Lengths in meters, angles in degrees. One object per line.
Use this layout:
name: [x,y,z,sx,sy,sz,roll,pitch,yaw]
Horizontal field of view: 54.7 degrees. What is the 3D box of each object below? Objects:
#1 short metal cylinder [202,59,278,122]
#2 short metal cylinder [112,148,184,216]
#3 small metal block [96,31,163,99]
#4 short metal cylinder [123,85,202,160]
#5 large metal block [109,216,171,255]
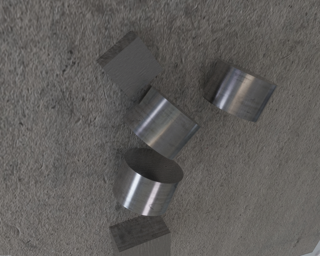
short metal cylinder: [0.101,-0.049,0.396,0.081,0.080,0.050,11,113,-33]
short metal cylinder: [-0.016,0.068,0.405,0.081,0.080,0.050,8,114,-32]
small metal block: [-0.033,-0.070,0.345,0.050,0.025,0.050,-42,130,0]
short metal cylinder: [0.003,-0.007,0.369,0.080,0.080,0.050,34,99,-39]
large metal block: [-0.031,0.188,0.490,0.081,0.050,0.079,-14,124,-21]
